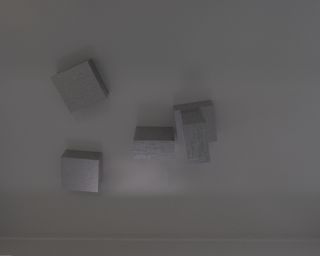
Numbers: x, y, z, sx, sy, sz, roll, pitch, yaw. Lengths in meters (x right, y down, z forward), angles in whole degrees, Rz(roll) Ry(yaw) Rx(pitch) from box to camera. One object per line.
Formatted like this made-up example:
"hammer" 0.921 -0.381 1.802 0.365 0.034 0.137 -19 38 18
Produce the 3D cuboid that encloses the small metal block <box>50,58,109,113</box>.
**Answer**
"small metal block" -0.100 -0.053 0.391 0.050 0.025 0.050 -22 109 8

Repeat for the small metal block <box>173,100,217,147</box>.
"small metal block" 0.046 -0.006 0.409 0.050 0.025 0.050 -8 110 3

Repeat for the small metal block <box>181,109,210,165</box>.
"small metal block" 0.042 0.009 0.375 0.025 0.050 0.050 -8 110 3

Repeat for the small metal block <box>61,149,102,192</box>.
"small metal block" -0.109 0.060 0.432 0.050 0.025 0.050 5 110 -2

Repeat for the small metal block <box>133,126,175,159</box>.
"small metal block" -0.007 0.018 0.404 0.050 0.050 0.025 1 110 -1
